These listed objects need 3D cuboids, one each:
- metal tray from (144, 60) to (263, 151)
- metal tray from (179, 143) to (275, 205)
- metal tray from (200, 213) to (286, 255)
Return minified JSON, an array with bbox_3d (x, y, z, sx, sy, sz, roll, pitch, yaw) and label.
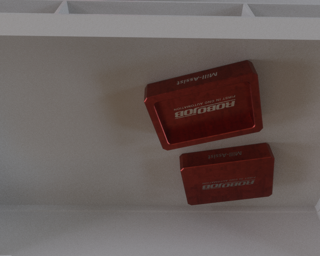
[{"bbox_3d":[0.055,-0.024,0.385,0.130,0.030,0.090,-12,129,10],"label":"metal tray"},{"bbox_3d":[0.101,0.072,0.468,0.131,0.030,0.090,-8,130,7],"label":"metal tray"},{"bbox_3d":[0.138,0.195,0.535,0.131,0.090,0.030,-2,130,2],"label":"metal tray"}]
